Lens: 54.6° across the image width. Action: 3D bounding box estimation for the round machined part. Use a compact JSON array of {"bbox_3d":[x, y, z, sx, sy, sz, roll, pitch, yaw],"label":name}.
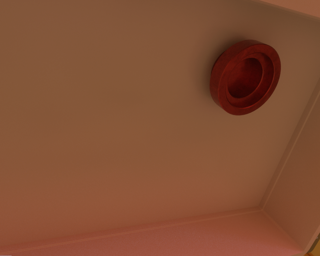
[{"bbox_3d":[0.108,-0.069,0.413,0.099,0.042,0.097,-14,124,-21],"label":"round machined part"}]
